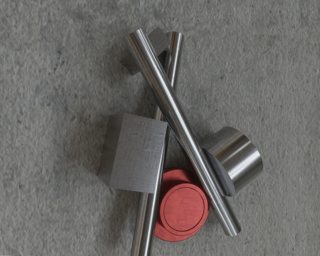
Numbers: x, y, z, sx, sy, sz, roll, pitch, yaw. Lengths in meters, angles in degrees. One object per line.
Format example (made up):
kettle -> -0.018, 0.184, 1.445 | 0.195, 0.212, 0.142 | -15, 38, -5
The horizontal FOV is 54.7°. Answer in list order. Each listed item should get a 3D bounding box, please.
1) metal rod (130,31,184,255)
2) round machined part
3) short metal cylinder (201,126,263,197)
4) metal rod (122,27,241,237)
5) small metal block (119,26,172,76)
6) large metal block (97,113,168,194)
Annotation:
metal rod -> -0.002, 0.020, 0.394 | 0.025, 0.025, 0.299 | 13, 80, -20
round machined part -> 0.024, 0.103, 0.412 | 0.099, 0.042, 0.097 | 0, 90, -21
short metal cylinder -> 0.090, 0.044, 0.416 | 0.050, 0.080, 0.080 | -34, 101, -17
metal rod -> 0.037, 0.020, 0.388 | 0.025, 0.025, 0.299 | -34, 110, -17
small metal block -> -0.019, -0.095, 0.390 | 0.050, 0.050, 0.025 | -47, 105, -14
large metal block -> -0.036, 0.027, 0.369 | 0.050, 0.080, 0.080 | 13, 86, -20
